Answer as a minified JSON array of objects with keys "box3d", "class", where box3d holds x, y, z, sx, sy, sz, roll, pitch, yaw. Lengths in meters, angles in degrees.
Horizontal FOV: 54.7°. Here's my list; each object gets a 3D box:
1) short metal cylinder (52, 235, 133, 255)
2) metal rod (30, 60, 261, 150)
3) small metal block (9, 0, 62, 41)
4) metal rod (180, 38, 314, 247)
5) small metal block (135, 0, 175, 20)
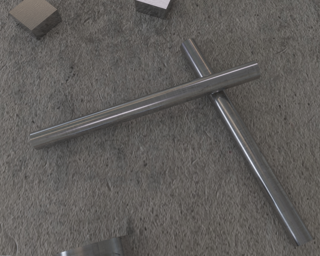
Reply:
[{"box3d":[-0.067,0.148,0.324,0.081,0.080,0.050,-14,71,-5],"class":"short metal cylinder"},{"box3d":[-0.018,-0.029,0.401,0.302,0.025,0.025,-18,71,0],"class":"metal rod"},{"box3d":[-0.187,-0.169,0.468,0.050,0.025,0.050,39,74,13],"class":"small metal block"},{"box3d":[0.104,0.005,0.406,0.025,0.025,0.299,-24,72,-8],"class":"metal rod"},{"box3d":[-0.006,-0.202,0.482,0.050,0.025,0.050,19,71,7],"class":"small metal block"}]
